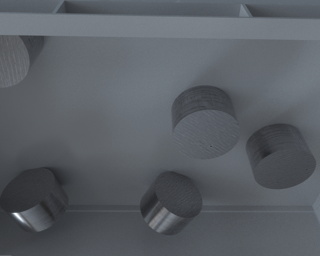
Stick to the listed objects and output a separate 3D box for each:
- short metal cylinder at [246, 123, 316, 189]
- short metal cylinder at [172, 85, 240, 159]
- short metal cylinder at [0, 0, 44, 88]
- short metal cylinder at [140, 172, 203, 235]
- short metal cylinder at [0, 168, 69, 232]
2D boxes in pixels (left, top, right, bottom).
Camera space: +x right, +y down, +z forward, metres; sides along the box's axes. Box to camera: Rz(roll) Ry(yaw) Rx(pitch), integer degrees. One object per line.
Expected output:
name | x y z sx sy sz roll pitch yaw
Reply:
short metal cylinder | 0.165 0.040 0.430 0.081 0.050 0.079 0 130 0
short metal cylinder | 0.055 -0.006 0.388 0.081 0.050 0.079 0 130 0
short metal cylinder | -0.167 -0.088 0.315 0.081 0.050 0.079 0 130 0
short metal cylinder | 0.017 0.113 0.470 0.080 0.080 0.050 21 127 -17
short metal cylinder | -0.185 0.106 0.461 0.080 0.080 0.050 -10 130 8
